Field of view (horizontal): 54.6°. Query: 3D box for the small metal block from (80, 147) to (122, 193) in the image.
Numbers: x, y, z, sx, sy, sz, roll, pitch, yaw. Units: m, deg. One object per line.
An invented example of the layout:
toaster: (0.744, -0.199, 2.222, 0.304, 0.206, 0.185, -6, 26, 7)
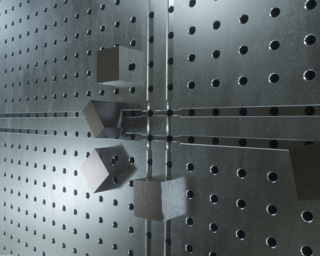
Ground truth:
small metal block: (-0.094, 0.066, 0.489, 0.050, 0.025, 0.050, -50, 61, 28)

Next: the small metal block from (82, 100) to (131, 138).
small metal block: (-0.079, -0.013, 0.460, 0.025, 0.050, 0.050, -45, 63, 31)

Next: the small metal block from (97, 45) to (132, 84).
small metal block: (-0.070, -0.093, 0.468, 0.050, 0.025, 0.050, 0, 90, 40)

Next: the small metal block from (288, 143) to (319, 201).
small metal block: (0.152, 0.038, 0.284, 0.050, 0.025, 0.050, -14, 81, 39)

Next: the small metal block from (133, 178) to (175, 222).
small metal block: (-0.009, 0.095, 0.418, 0.050, 0.025, 0.050, -4, 88, 40)
